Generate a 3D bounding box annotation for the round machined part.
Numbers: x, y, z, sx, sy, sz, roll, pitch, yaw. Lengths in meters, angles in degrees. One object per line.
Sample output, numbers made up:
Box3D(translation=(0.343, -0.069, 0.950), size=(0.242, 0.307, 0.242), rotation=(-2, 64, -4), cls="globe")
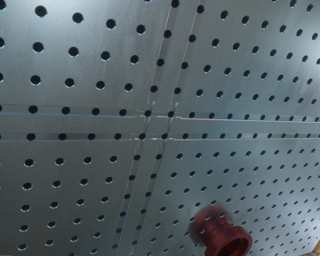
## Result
Box3D(translation=(0.130, 0.230, 0.612), size=(0.099, 0.042, 0.097), rotation=(-14, 124, -21), cls="round machined part")
